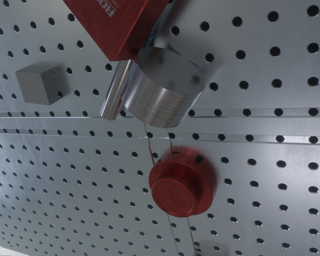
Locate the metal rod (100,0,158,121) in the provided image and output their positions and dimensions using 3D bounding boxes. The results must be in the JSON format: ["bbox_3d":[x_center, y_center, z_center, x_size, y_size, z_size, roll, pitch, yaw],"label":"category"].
[{"bbox_3d":[-0.016,-0.121,0.344,0.025,0.025,0.298,34,129,6],"label":"metal rod"}]

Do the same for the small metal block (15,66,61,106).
[{"bbox_3d":[-0.184,-0.064,0.469,0.050,0.025,0.050,8,122,24],"label":"small metal block"}]

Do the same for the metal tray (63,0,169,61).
[{"bbox_3d":[-0.056,-0.145,0.321,0.130,0.030,0.089,52,131,15],"label":"metal tray"}]

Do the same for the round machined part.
[{"bbox_3d":[0.027,0.088,0.440,0.098,0.042,0.097,13,124,21],"label":"round machined part"}]

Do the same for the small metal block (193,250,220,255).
[{"bbox_3d":[0.081,0.236,0.514,0.050,0.025,0.050,2,120,27],"label":"small metal block"}]

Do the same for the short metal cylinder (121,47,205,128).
[{"bbox_3d":[0.003,-0.046,0.346,0.080,0.080,0.050,35,129,5],"label":"short metal cylinder"}]
